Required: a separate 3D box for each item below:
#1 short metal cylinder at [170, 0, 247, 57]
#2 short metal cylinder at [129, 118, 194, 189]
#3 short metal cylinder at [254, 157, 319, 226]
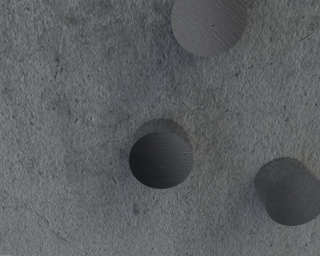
[{"bbox_3d":[0.052,-0.124,0.351,0.081,0.050,0.079,0,110,0],"label":"short metal cylinder"},{"bbox_3d":[0.002,0.033,0.408,0.081,0.050,0.079,0,110,0],"label":"short metal cylinder"},{"bbox_3d":[0.179,0.087,0.430,0.081,0.050,0.079,0,110,0],"label":"short metal cylinder"}]
